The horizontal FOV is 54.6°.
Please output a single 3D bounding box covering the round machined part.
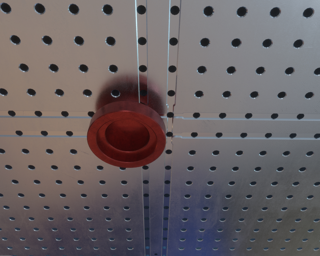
[{"bbox_3d":[-0.042,0.004,0.403,0.099,0.042,0.097,0,130,0],"label":"round machined part"}]
